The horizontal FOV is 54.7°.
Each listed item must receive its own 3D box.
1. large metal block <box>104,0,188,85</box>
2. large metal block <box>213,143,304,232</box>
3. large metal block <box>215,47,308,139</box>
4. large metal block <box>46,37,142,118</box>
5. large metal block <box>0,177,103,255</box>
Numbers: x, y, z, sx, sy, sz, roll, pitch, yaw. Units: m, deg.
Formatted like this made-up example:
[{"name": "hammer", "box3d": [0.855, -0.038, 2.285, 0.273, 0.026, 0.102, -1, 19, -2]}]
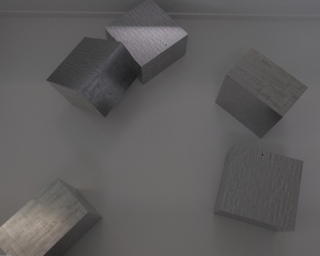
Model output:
[{"name": "large metal block", "box3d": [-0.019, -0.123, 0.441, 0.080, 0.050, 0.080, -38, 75, -13]}, {"name": "large metal block", "box3d": [0.116, 0.072, 0.371, 0.080, 0.050, 0.080, 15, 71, 5]}, {"name": "large metal block", "box3d": [0.124, -0.041, 0.396, 0.080, 0.080, 0.050, 41, 75, 13]}, {"name": "large metal block", "box3d": [-0.085, -0.068, 0.402, 0.080, 0.050, 0.080, 20, 68, 40]}, {"name": "large metal block", "box3d": [-0.117, 0.107, 0.340, 0.050, 0.080, 0.080, 43, 75, 14]}]
